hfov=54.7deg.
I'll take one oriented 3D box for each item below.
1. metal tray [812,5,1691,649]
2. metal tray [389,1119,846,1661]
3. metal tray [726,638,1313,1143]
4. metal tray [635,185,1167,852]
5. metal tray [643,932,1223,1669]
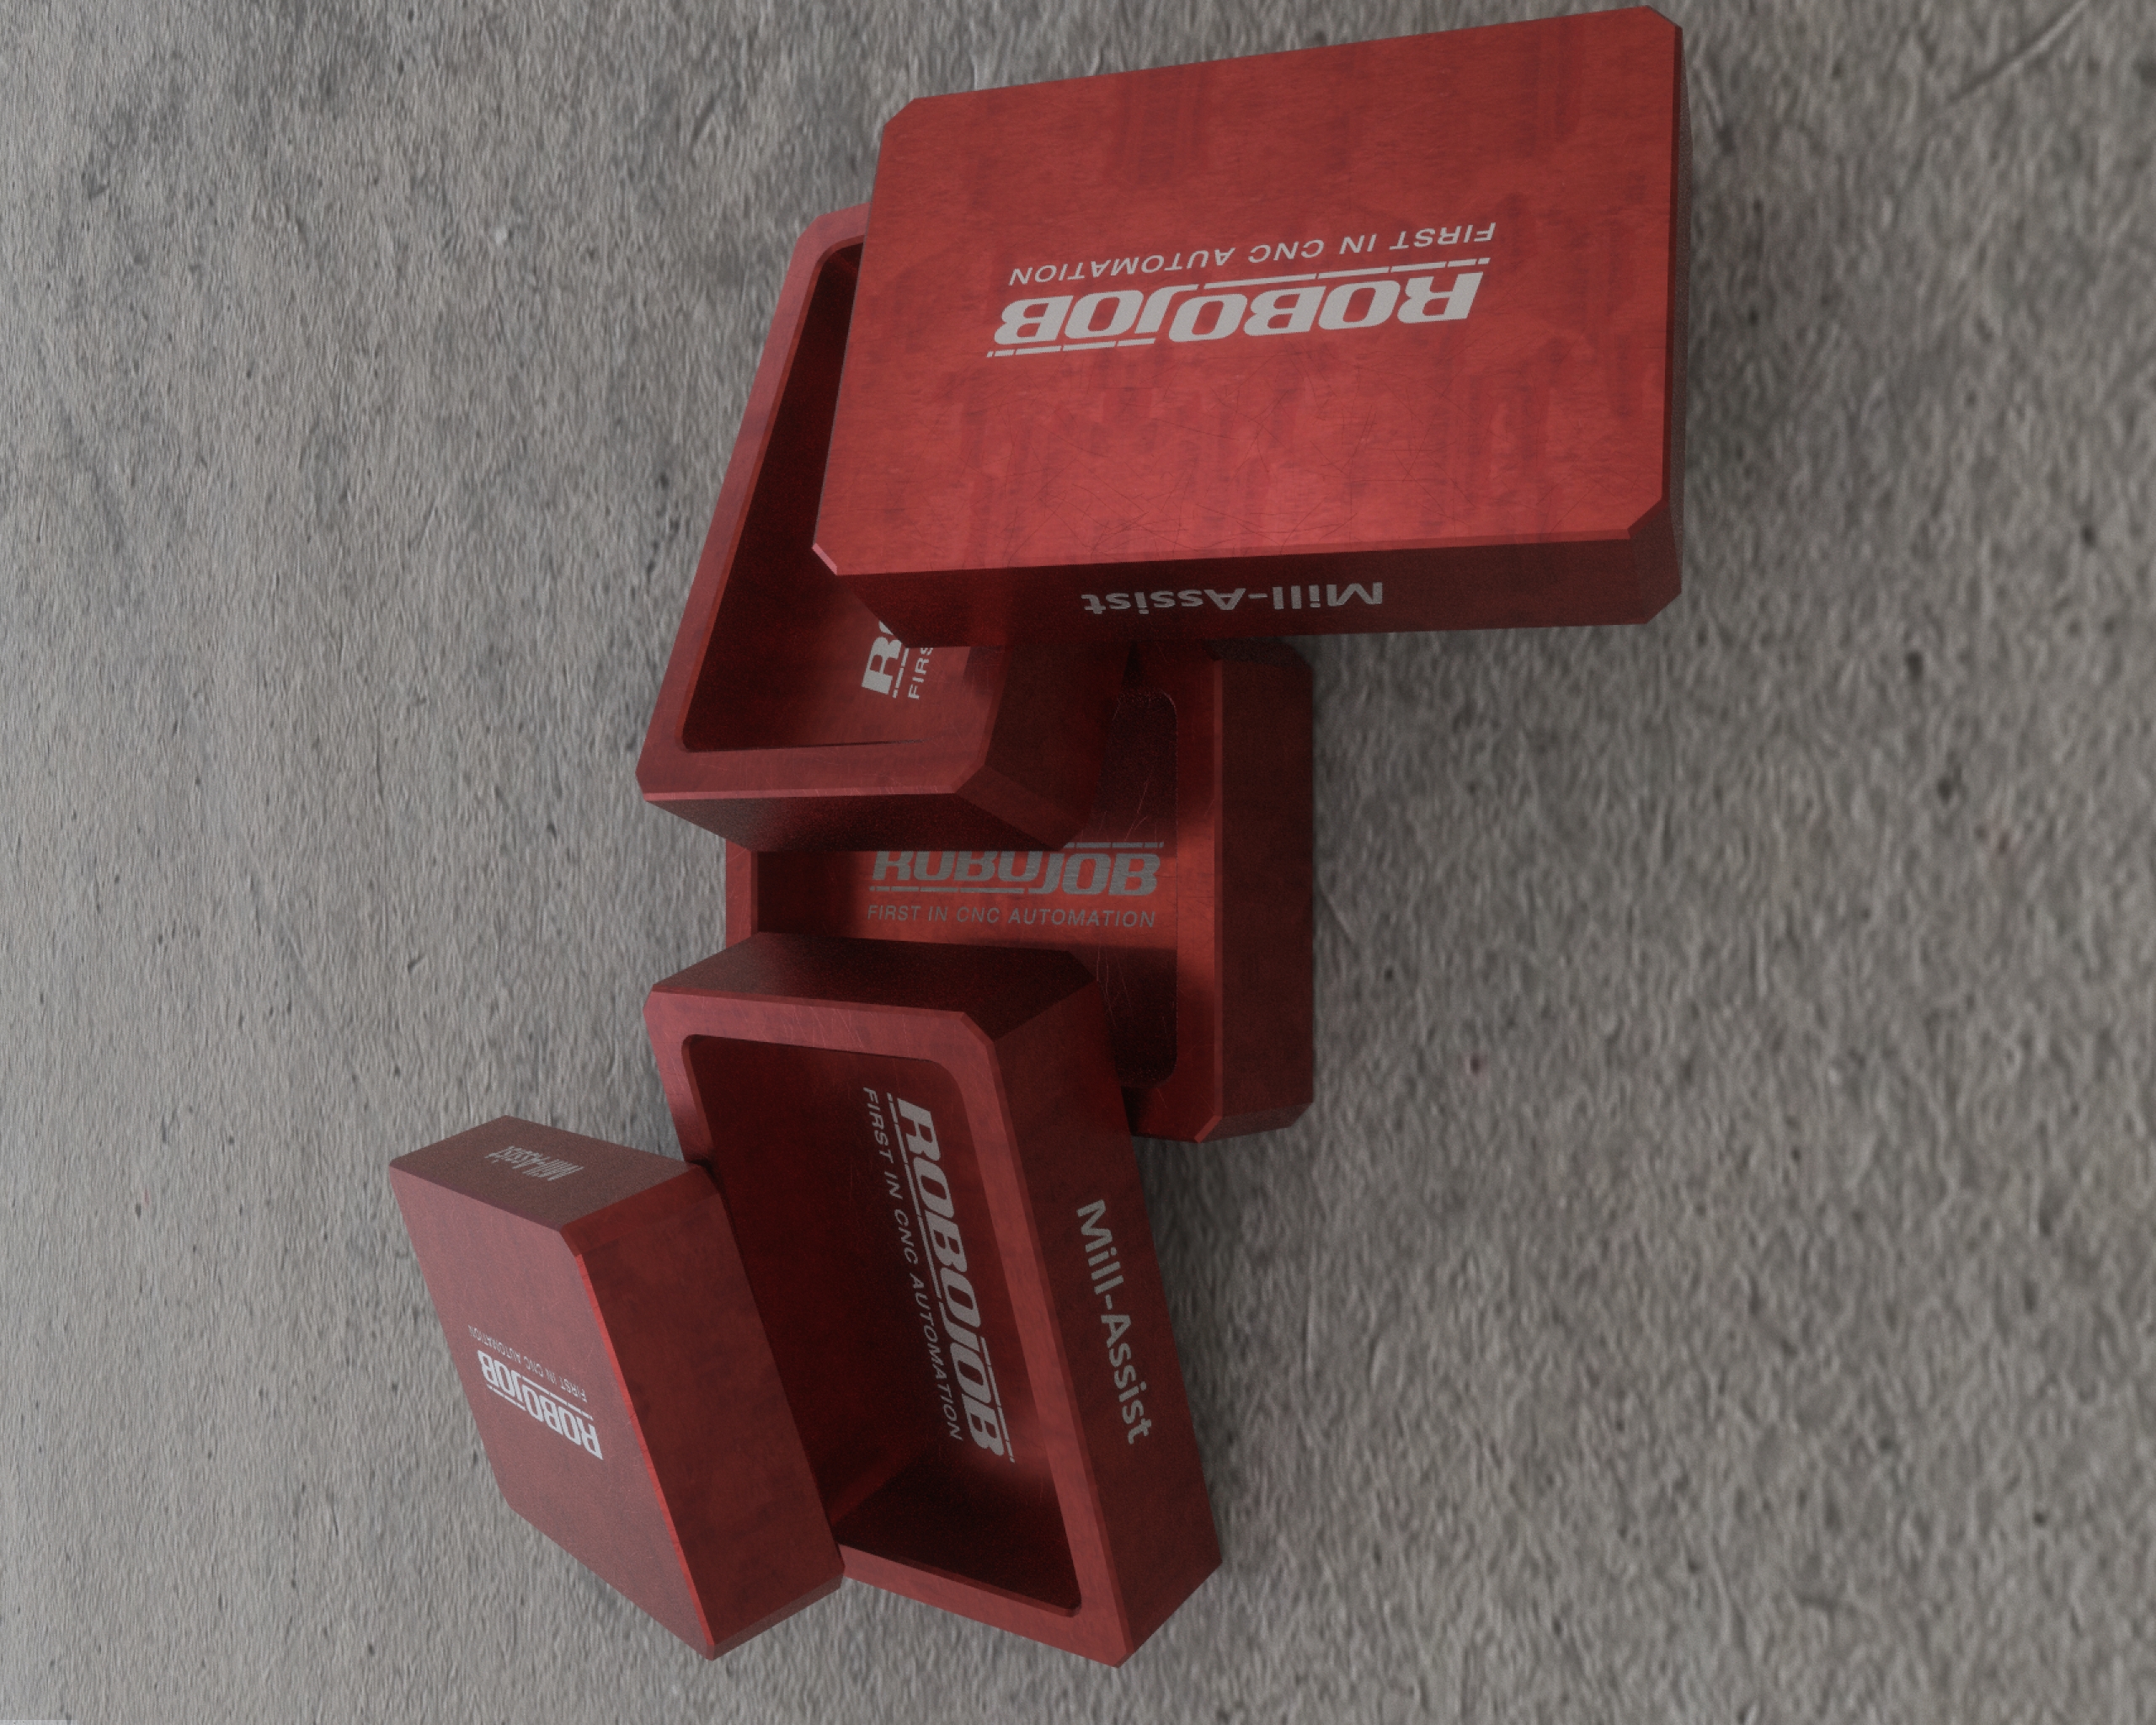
[{"bbox_3d":[0.029,-0.083,0.333,0.130,0.030,0.090,0,71,19],"label":"metal tray"},{"bbox_3d":[-0.103,0.106,0.446,0.130,0.030,0.089,-2,106,57],"label":"metal tray"},{"bbox_3d":[-0.016,0.004,0.414,0.130,0.030,0.089,0,90,40],"label":"metal tray"},{"bbox_3d":[-0.028,-0.068,0.396,0.090,0.030,0.130,0,70,40],"label":"metal tray"},{"bbox_3d":[-0.028,0.080,0.397,0.090,0.030,0.129,1,110,39],"label":"metal tray"}]
